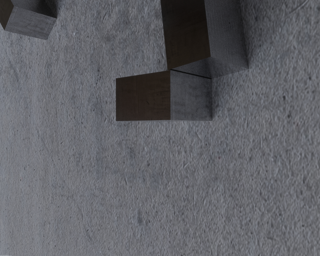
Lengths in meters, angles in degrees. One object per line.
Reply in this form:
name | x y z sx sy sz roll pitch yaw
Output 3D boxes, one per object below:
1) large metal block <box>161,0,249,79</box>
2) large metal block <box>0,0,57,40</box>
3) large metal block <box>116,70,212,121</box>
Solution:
large metal block | 0.049 -0.101 0.329 0.050 0.081 0.080 -10 84 40
large metal block | -0.254 -0.217 0.579 0.050 0.081 0.080 -51 60 28
large metal block | 0.006 -0.033 0.365 0.080 0.081 0.050 0 90 40
